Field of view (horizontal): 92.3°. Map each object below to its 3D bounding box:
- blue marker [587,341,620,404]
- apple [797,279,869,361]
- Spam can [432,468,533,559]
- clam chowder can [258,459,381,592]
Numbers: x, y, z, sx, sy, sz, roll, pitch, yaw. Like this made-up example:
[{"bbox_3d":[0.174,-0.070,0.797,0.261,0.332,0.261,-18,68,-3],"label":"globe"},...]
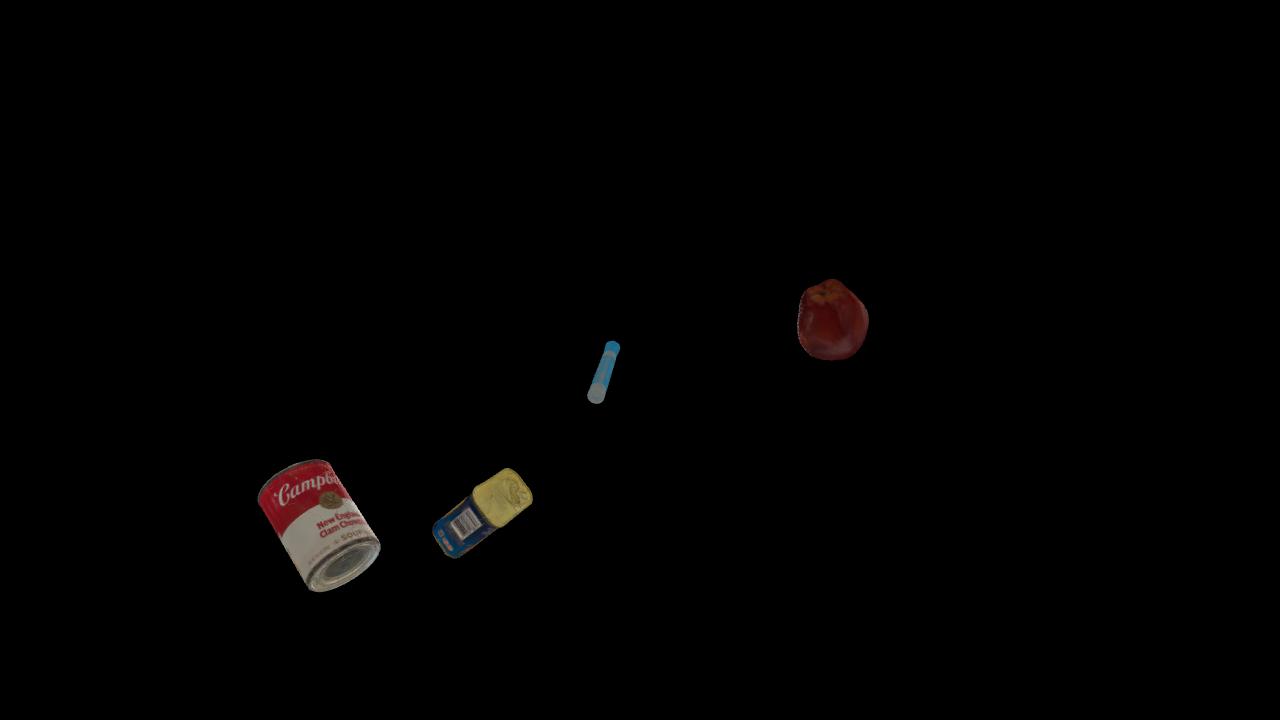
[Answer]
[{"bbox_3d":[-0.040,0.011,0.709,0.020,0.020,0.121,0,29,8],"label":"blue marker"},{"bbox_3d":[0.210,-0.042,0.679,0.079,0.079,0.093,0,-37,26],"label":"apple"},{"bbox_3d":[-0.197,0.191,0.768,0.085,0.058,0.101,-39,-5,20],"label":"Spam can"},{"bbox_3d":[-0.294,0.151,0.565,0.102,0.068,0.068,45,21,22],"label":"clam chowder can"}]
